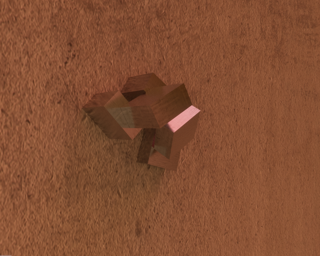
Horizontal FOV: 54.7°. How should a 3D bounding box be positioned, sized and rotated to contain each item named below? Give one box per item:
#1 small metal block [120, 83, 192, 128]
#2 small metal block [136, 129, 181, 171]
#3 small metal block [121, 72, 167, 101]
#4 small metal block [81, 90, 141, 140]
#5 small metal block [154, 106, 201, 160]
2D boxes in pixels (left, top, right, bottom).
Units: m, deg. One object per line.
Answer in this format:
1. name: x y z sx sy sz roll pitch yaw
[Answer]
1. small metal block: -0.004 -0.023 0.323 0.050 0.050 0.025 -36 113 -34
2. small metal block: 0.001 0.027 0.409 0.050 0.025 0.050 21 77 -38
3. small metal block: -0.013 -0.040 0.381 0.050 0.050 0.025 39 66 -33
4. small metal block: -0.053 -0.013 0.348 0.025 0.050 0.050 -53 121 -27
5. small metal block: 0.020 0.003 0.377 0.050 0.025 0.050 -38 151 -33
